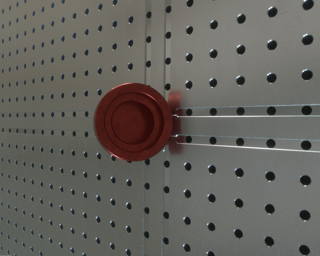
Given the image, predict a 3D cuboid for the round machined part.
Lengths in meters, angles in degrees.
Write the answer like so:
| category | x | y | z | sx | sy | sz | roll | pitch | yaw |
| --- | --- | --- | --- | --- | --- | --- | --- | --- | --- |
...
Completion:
| category | x | y | z | sx | sy | sz | roll | pitch | yaw |
| --- | --- | --- | --- | --- | --- | --- | --- | --- | --- |
| round machined part | -0.037 | -0.007 | 0.402 | 0.042 | 0.099 | 0.097 | 173 | 95 | -71 |
